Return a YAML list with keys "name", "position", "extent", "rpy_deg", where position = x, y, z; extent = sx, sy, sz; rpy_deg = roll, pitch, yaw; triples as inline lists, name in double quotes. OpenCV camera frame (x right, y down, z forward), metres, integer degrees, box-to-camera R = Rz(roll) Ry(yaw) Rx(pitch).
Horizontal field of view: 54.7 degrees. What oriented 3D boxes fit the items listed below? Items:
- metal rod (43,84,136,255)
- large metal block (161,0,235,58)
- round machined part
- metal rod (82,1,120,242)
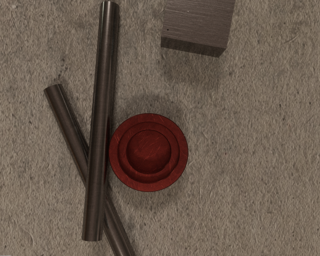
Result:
- name: "metal rod"
  position: [-0.082, 0.084, 0.408]
  extent: [0.025, 0.025, 0.299]
  rpy_deg: [-23, 90, 0]
- name: "large metal block"
  position: [0.048, -0.142, 0.398]
  extent: [0.080, 0.050, 0.080]
  rpy_deg: [10, 90, -1]
- name: "round machined part"
  position: [-0.014, 0.030, 0.401]
  extent: [0.099, 0.042, 0.097]
  rpy_deg: [0, 90, -1]
- name: "metal rod"
  position: [-0.074, -0.013, 0.393]
  extent: [0.025, 0.025, 0.298]
  rpy_deg: [3, 84, -1]
